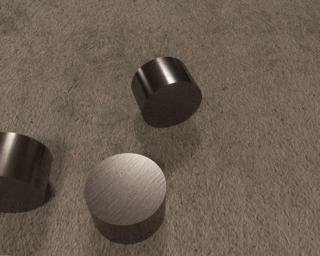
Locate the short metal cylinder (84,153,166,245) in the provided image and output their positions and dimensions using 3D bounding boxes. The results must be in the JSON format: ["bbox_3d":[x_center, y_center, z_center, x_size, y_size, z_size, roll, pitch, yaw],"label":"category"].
[{"bbox_3d":[-0.034,0.073,0.325,0.081,0.050,0.080,0,50,0],"label":"short metal cylinder"}]

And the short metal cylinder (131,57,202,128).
[{"bbox_3d":[0.008,-0.046,0.406,0.081,0.080,0.050,-15,52,-12],"label":"short metal cylinder"}]

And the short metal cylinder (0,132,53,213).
[{"bbox_3d":[-0.159,0.049,0.325,0.081,0.080,0.050,-2,50,-2],"label":"short metal cylinder"}]
